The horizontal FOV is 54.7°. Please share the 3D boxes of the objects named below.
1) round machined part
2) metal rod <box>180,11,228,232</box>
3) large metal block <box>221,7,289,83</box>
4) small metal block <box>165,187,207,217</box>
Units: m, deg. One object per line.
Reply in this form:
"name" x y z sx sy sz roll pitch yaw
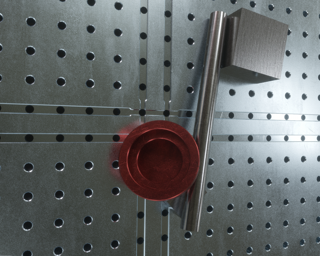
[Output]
"round machined part" 0.001 0.042 0.390 0.099 0.042 0.098 -2 74 8
"metal rod" 0.061 -0.016 0.419 0.025 0.025 0.299 13 79 -20
"large metal block" 0.132 -0.116 0.449 0.081 0.050 0.080 11 86 -20
"small metal block" 0.027 0.085 0.424 0.050 0.025 0.050 -42 104 -15
